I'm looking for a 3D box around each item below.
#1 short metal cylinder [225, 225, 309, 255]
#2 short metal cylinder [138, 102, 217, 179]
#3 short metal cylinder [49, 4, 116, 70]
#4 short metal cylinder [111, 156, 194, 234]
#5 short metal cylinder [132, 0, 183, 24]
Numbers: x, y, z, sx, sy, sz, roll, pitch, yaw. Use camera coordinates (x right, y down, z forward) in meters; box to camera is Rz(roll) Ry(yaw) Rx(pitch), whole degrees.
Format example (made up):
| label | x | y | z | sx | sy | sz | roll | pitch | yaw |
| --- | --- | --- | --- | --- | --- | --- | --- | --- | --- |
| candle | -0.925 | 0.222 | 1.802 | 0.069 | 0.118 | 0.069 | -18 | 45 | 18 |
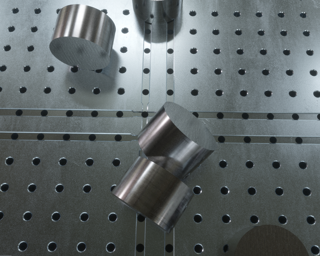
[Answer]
| label | x | y | z | sx | sy | sz | roll | pitch | yaw |
| --- | --- | --- | --- | --- | --- | --- | --- | --- | --- |
| short metal cylinder | 0.117 | 0.150 | 0.344 | 0.081 | 0.050 | 0.080 | 0 | 70 | 0 |
| short metal cylinder | 0.021 | 0.014 | 0.370 | 0.080 | 0.080 | 0.050 | 47 | 112 | 15 |
| short metal cylinder | -0.105 | -0.122 | 0.426 | 0.080 | 0.080 | 0.050 | 6 | 70 | 2 |
| short metal cylinder | -0.008 | 0.076 | 0.354 | 0.080 | 0.080 | 0.050 | 32 | 73 | 11 |
| short metal cylinder | -0.004 | -0.209 | 0.475 | 0.081 | 0.050 | 0.080 | 0 | 70 | 0 |
